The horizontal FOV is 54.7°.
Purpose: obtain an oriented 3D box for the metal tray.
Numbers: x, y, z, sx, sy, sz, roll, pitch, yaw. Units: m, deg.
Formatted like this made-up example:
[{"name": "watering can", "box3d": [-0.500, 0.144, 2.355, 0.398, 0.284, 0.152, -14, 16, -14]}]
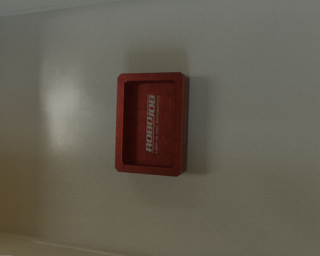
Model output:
[{"name": "metal tray", "box3d": [-0.010, -0.006, 0.407, 0.090, 0.030, 0.129, 2, 90, 19]}]
